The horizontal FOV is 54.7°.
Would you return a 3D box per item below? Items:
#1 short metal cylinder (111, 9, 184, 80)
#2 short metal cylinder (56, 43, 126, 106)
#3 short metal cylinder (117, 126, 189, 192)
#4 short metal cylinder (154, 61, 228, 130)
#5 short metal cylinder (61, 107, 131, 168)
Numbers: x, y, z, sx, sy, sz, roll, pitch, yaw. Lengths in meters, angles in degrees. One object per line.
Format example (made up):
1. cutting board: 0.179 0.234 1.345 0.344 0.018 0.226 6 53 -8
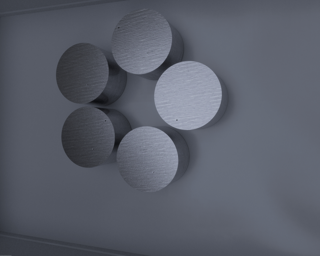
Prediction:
1. short metal cylinder: -0.015 -0.105 0.400 0.080 0.050 0.080 0 90 20
2. short metal cylinder: -0.094 -0.072 0.428 0.080 0.050 0.080 0 90 20
3. short metal cylinder: -0.008 0.038 0.398 0.080 0.050 0.080 0 90 20
4. short metal cylinder: 0.040 -0.038 0.381 0.080 0.050 0.080 0 90 20
5. short metal cylinder: -0.086 0.012 0.425 0.080 0.050 0.080 0 90 20
